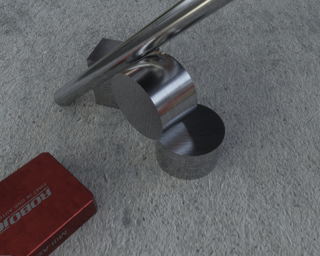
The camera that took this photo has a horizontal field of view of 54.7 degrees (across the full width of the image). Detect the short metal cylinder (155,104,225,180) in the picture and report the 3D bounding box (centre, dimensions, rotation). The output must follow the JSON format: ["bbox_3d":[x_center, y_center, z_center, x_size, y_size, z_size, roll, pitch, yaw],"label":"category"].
[{"bbox_3d":[0.034,0.015,0.375,0.081,0.050,0.080,0,50,0],"label":"short metal cylinder"}]

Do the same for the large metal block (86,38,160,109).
[{"bbox_3d":[-0.046,-0.069,0.425,0.080,0.080,0.050,13,51,11],"label":"large metal block"}]

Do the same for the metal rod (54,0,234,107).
[{"bbox_3d":[-0.037,-0.081,0.341,0.299,0.025,0.025,-20,34,43],"label":"metal rod"}]

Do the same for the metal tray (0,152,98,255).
[{"bbox_3d":[-0.143,0.094,0.320,0.090,0.030,0.131,35,58,26],"label":"metal tray"}]

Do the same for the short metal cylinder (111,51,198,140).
[{"bbox_3d":[-0.007,-0.034,0.332,0.050,0.080,0.080,-37,59,-26],"label":"short metal cylinder"}]
